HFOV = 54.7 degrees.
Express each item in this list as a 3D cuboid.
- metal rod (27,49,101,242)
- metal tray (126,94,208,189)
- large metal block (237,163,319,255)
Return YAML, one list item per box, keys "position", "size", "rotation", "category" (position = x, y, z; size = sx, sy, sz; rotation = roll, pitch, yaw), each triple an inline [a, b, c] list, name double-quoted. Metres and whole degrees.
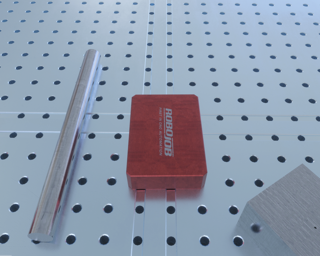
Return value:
- position: [-0.115, -0.004, 0.409]
  size: [0.025, 0.025, 0.300]
  rotation: [2, 50, 1]
  category: "metal rod"
- position: [0.007, 0.013, 0.394]
  size: [0.091, 0.030, 0.130]
  rotation: [0, 50, -1]
  category: "metal tray"
- position: [0.140, 0.096, 0.312]
  size: [0.081, 0.050, 0.080]
  rotation: [-27, 55, -21]
  category: "large metal block"
